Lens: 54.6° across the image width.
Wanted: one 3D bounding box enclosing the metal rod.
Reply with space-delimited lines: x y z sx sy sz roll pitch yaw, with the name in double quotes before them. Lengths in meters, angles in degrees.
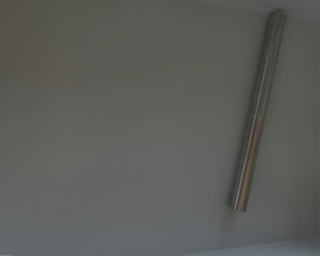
"metal rod" 0.147 -0.026 0.464 0.025 0.025 0.299 15 85 -19
